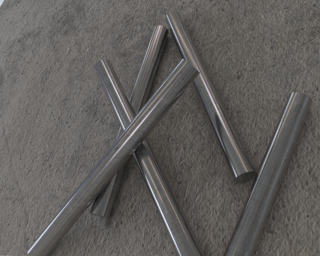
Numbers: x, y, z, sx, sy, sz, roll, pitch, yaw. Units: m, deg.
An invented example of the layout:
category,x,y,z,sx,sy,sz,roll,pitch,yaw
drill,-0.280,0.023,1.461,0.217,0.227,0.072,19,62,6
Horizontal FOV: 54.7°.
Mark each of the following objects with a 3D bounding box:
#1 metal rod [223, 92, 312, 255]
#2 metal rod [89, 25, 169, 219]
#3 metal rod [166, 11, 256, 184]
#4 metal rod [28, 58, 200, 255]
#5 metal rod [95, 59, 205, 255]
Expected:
category,x,y,z,sx,sy,sz,roll,pitch,yaw
metal rod,0.087,0.095,0.299,0.025,0.025,0.300,17,70,34
metal rod,-0.036,-0.024,0.437,0.025,0.025,0.300,2,62,29
metal rod,0.055,-0.063,0.413,0.025,0.025,0.299,-26,53,12
metal rod,-0.060,0.045,0.363,0.299,0.025,0.025,-50,50,10
metal rod,-0.024,0.023,0.379,0.025,0.025,0.299,-32,59,7
